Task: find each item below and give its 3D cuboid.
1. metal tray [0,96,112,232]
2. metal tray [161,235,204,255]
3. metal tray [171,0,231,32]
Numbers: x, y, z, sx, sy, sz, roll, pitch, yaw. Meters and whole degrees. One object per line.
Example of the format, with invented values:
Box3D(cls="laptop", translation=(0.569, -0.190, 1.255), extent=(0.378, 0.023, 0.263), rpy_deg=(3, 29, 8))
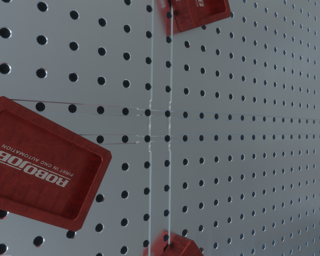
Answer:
Box3D(cls="metal tray", translation=(-0.121, 0.039, 0.304), extent=(0.130, 0.030, 0.090), rpy_deg=(33, 70, -35))
Box3D(cls="metal tray", translation=(0.017, 0.226, 0.419), extent=(0.131, 0.030, 0.090), rpy_deg=(-46, 117, -30))
Box3D(cls="metal tray", translation=(0.050, -0.214, 0.445), extent=(0.091, 0.030, 0.129), rpy_deg=(-29, 108, -36))
